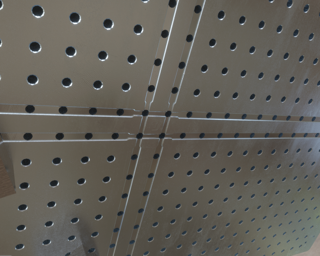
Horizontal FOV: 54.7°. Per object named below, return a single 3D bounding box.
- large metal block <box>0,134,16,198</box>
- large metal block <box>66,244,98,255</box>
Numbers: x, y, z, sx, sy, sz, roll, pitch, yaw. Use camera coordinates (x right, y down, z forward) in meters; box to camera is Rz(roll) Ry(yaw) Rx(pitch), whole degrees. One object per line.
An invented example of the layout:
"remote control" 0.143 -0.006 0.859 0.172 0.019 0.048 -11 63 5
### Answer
"large metal block" -0.200 0.034 0.307 0.081 0.050 0.079 -17 125 -19
"large metal block" -0.124 0.237 0.455 0.080 0.080 0.050 -36 129 -5
